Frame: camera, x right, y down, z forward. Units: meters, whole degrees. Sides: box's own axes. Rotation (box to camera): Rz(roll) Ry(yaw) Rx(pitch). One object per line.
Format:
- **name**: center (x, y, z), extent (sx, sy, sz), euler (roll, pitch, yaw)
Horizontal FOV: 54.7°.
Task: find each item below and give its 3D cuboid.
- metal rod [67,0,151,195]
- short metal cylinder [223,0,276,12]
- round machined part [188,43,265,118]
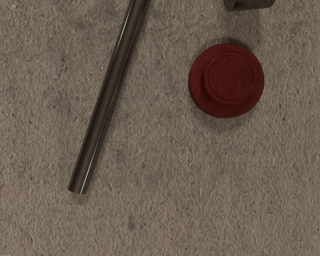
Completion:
- **metal rod**: center (-0.062, -0.059, 0.409), extent (0.025, 0.025, 0.298), euler (18, 90, -1)
- **short metal cylinder**: center (0.110, -0.189, 0.384), extent (0.050, 0.080, 0.079), euler (-6, 90, 0)
- **round machined part**: center (0.087, -0.062, 0.403), extent (0.099, 0.042, 0.097), euler (0, 90, -1)
